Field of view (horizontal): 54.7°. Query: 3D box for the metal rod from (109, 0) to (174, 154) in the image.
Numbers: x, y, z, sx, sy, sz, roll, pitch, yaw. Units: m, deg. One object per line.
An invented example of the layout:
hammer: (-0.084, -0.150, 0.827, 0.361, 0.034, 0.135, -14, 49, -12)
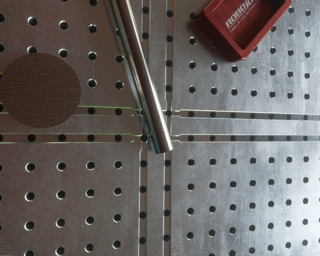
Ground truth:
metal rod: (-0.037, -0.112, 0.398, 0.025, 0.025, 0.298, -19, 96, -19)

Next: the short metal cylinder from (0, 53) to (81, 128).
short metal cylinder: (-0.133, -0.040, 0.350, 0.081, 0.050, 0.080, 0, 90, -20)

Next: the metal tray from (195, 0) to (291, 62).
metal tray: (0.124, -0.172, 0.454, 0.090, 0.030, 0.130, 44, 76, -15)
